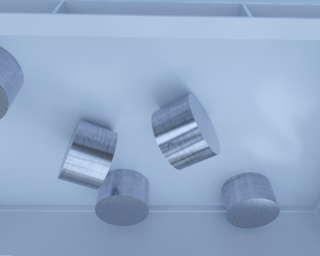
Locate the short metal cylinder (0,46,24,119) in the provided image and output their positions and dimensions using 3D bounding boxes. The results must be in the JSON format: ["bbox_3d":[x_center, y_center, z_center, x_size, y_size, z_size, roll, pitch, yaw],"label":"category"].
[{"bbox_3d":[-0.203,-0.051,0.346,0.081,0.050,0.079,0,130,0],"label":"short metal cylinder"}]

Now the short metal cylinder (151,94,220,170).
[{"bbox_3d":[0.032,0.005,0.378,0.050,0.080,0.080,-26,126,20],"label":"short metal cylinder"}]

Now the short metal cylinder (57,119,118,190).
[{"bbox_3d":[-0.094,0.034,0.401,0.050,0.080,0.079,21,127,-17],"label":"short metal cylinder"}]

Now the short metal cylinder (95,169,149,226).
[{"bbox_3d":[-0.058,0.110,0.485,0.081,0.050,0.079,0,130,0],"label":"short metal cylinder"}]

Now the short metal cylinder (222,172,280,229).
[{"bbox_3d":[0.143,0.116,0.494,0.081,0.050,0.079,0,130,0],"label":"short metal cylinder"}]
